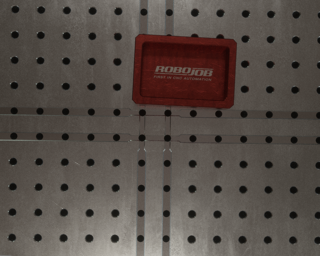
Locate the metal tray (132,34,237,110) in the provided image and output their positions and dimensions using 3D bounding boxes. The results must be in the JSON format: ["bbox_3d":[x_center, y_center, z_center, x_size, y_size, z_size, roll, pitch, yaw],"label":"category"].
[{"bbox_3d":[0.032,-0.073,0.411,0.131,0.030,0.089,3,90,-1],"label":"metal tray"}]
